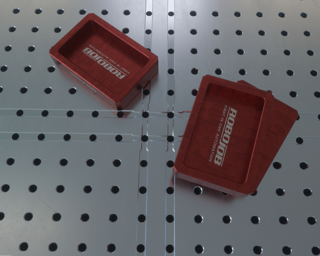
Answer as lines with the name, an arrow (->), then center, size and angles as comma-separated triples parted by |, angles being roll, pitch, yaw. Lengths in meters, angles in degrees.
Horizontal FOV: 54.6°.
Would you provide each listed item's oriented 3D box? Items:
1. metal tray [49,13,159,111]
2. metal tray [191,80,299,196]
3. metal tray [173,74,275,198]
metal tray -> -0.078, -0.096, 0.443 | 0.130, 0.030, 0.090 | 36, 74, 12
metal tray -> 0.109, 0.011, 0.406 | 0.090, 0.030, 0.130 | 33, 73, 11
metal tray -> 0.077, 0.007, 0.374 | 0.090, 0.030, 0.130 | 17, 71, 6
